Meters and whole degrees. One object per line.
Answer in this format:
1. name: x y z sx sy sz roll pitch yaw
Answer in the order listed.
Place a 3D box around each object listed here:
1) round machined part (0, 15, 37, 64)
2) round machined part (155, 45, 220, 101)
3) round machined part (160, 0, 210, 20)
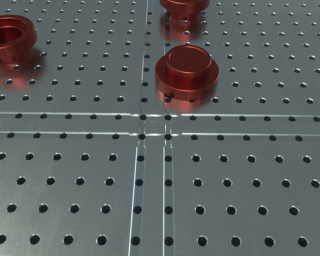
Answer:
1. round machined part: -0.254 -0.143 0.514 0.099 0.042 0.098 0 50 0
2. round machined part: 0.042 -0.091 0.473 0.099 0.042 0.098 0 50 0
3. round machined part: 0.048 -0.248 0.606 0.099 0.042 0.098 0 50 0
